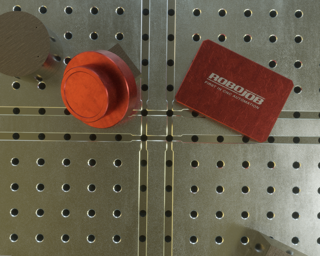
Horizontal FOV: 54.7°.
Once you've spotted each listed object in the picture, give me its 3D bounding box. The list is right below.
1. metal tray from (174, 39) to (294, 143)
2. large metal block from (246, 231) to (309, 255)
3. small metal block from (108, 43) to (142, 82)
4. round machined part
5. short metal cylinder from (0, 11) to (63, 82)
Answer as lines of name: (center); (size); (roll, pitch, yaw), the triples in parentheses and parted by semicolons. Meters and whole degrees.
metal tray: (0.096, -0.048, 0.411); (0.130, 0.030, 0.090); (26, 90, 0)
large metal block: (0.154, 0.196, 0.402); (0.080, 0.050, 0.080); (26, 90, 0)
small metal block: (-0.059, -0.075, 0.413); (0.050, 0.025, 0.050); (-37, 90, 0)
round machined part: (-0.082, -0.045, 0.382); (0.098, 0.042, 0.097); (9, 112, 22)
short metal cylinder: (-0.173, -0.102, 0.399); (0.081, 0.050, 0.080); (0, 90, 0)
